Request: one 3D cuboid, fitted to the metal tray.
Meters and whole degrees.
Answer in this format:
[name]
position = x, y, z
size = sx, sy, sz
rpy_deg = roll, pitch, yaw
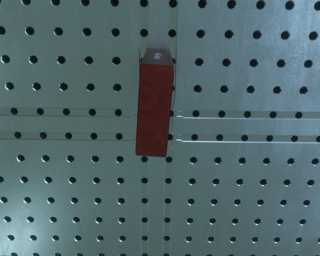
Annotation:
[metal tray]
position = -0.005, -0.035, 0.344
size = 0.030, 0.130, 0.089
rpy_deg = 4, 110, -1
